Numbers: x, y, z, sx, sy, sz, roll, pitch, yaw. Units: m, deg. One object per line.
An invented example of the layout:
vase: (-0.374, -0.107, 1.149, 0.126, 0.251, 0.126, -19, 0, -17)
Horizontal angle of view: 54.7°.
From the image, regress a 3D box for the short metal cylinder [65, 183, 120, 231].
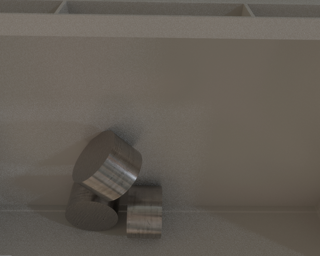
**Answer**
short metal cylinder: (-0.105, 0.121, 0.494, 0.081, 0.050, 0.079, 0, 130, 0)

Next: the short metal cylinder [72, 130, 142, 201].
short metal cylinder: (-0.071, 0.050, 0.415, 0.080, 0.080, 0.050, -33, 123, 25)

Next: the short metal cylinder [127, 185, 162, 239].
short metal cylinder: (-0.023, 0.130, 0.484, 0.050, 0.080, 0.079, 2, 130, -2)
